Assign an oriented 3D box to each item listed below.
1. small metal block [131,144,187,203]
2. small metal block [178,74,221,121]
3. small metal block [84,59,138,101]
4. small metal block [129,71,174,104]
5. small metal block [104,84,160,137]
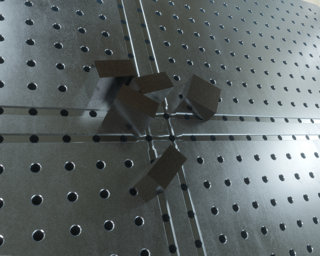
[{"bbox_3d":[-0.002,0.053,0.358,0.025,0.050,0.050,42,51,0],"label":"small metal block"},{"bbox_3d":[0.061,-0.046,0.468,0.050,0.025,0.050,27,52,-11],"label":"small metal block"},{"bbox_3d":[-0.063,-0.061,0.395,0.050,0.050,0.025,-10,67,-32],"label":"small metal block"},{"bbox_3d":[-0.017,-0.046,0.410,0.050,0.050,0.025,-18,72,-35],"label":"small metal block"},{"bbox_3d":[-0.036,-0.020,0.385,0.050,0.050,0.025,28,52,-11],"label":"small metal block"}]
